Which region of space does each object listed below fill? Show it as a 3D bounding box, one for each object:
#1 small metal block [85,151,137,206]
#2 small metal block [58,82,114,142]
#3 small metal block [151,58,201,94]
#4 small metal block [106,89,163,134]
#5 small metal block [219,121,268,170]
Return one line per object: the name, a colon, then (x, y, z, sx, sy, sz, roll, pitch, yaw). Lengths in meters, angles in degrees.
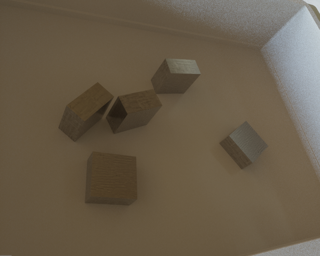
small metal block: (-0.054, 0.057, 0.343, 0.050, 0.025, 0.050, 10, 58, -23)
small metal block: (-0.085, -0.018, 0.356, 0.025, 0.050, 0.050, 42, 51, 0)
small metal block: (0.022, -0.074, 0.448, 0.050, 0.050, 0.025, -4, 64, -31)
small metal block: (-0.033, -0.020, 0.386, 0.050, 0.050, 0.025, -17, 71, -35)
small metal block: (0.125, 0.025, 0.460, 0.050, 0.025, 0.050, -34, 81, -38)
